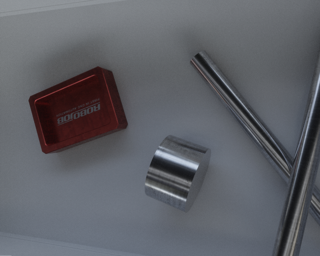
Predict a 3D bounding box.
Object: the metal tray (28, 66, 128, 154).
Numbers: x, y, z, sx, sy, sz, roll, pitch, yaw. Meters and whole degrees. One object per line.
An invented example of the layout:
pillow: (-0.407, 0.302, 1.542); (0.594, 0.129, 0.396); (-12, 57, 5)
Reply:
metal tray: (-0.120, -0.023, 0.448); (0.130, 0.030, 0.090); (-19, 84, 18)

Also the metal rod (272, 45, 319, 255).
metal rod: (0.158, 0.029, 0.331); (0.025, 0.025, 0.298); (13, 86, 19)

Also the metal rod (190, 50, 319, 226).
metal rod: (0.135, 0.029, 0.362); (0.025, 0.025, 0.299); (-39, 78, 15)

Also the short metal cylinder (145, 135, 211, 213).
short metal cylinder: (0.023, 0.054, 0.372); (0.050, 0.080, 0.080); (20, 97, 18)
